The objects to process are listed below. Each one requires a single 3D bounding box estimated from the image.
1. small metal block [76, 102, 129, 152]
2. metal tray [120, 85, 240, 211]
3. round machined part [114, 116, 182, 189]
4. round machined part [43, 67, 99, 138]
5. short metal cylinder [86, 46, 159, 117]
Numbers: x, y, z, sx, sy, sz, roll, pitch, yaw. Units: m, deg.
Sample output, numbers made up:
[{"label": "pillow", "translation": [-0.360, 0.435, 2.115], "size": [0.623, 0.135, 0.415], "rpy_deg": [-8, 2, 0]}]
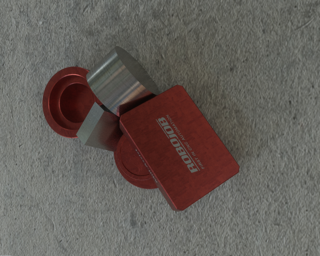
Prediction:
[{"label": "small metal block", "translation": [-0.071, 0.000, 0.402], "size": [0.025, 0.050, 0.050], "rpy_deg": [41, 104, 40]}, {"label": "metal tray", "translation": [0.022, 0.022, 0.376], "size": [0.091, 0.030, 0.130], "rpy_deg": [-31, 79, -15]}, {"label": "round machined part", "translation": [-0.018, 0.032, 0.406], "size": [0.098, 0.042, 0.097], "rpy_deg": [0, 90, 19]}, {"label": "round machined part", "translation": [-0.113, -0.035, 0.439], "size": [0.098, 0.042, 0.097], "rpy_deg": [0, 90, 19]}, {"label": "short metal cylinder", "translation": [-0.046, -0.057, 0.397], "size": [0.050, 0.080, 0.080], "rpy_deg": [-39, 78, 16]}]
